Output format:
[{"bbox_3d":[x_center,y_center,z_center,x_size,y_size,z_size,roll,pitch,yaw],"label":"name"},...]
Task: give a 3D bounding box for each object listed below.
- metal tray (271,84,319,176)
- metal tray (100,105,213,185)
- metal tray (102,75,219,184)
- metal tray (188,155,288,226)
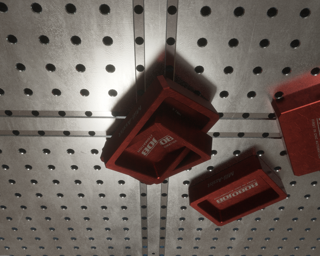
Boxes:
[{"bbox_3d":[0.211,0.004,0.416,0.090,0.030,0.130,-20,128,15],"label":"metal tray"},{"bbox_3d":[-0.007,0.029,0.410,0.090,0.030,0.130,33,138,-25],"label":"metal tray"},{"bbox_3d":[-0.001,0.008,0.389,0.090,0.030,0.129,25,115,-32],"label":"metal tray"},{"bbox_3d":[0.123,0.105,0.499,0.130,0.030,0.090,-33,123,24],"label":"metal tray"}]
